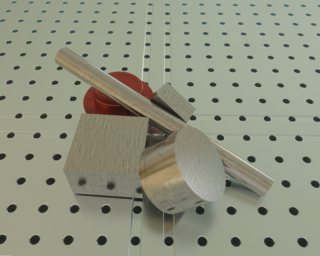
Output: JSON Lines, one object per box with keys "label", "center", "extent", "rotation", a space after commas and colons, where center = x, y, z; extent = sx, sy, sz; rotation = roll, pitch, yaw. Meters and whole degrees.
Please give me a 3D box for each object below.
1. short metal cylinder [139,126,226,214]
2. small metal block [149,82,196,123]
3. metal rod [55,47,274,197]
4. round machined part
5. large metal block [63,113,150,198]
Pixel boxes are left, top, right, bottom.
{"label": "short metal cylinder", "center": [0.024, 0.045, 0.326], "extent": [0.080, 0.050, 0.080], "rotation": [30, 45, -35]}
{"label": "small metal block", "center": [0.009, -0.025, 0.400], "extent": [0.050, 0.050, 0.025], "rotation": [42, 58, -11]}
{"label": "metal rod", "center": [-0.002, -0.013, 0.376], "extent": [0.301, 0.025, 0.025], "rotation": [33, 56, 9]}
{"label": "round machined part", "center": [-0.057, -0.041, 0.431], "extent": [0.099, 0.042, 0.098], "rotation": [0, 50, 0]}
{"label": "large metal block", "center": [-0.056, 0.031, 0.361], "extent": [0.080, 0.050, 0.080], "rotation": [4, 50, 3]}
